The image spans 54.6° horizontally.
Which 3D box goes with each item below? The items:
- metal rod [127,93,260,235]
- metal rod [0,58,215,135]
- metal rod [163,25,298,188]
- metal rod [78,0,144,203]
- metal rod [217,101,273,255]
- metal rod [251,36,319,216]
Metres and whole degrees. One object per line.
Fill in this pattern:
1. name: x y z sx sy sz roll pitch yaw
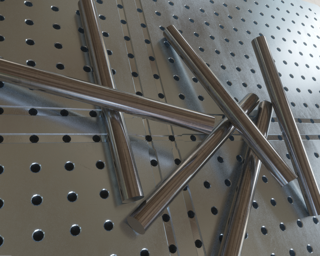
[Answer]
1. metal rod: 0.064 0.028 0.424 0.025 0.025 0.302 47 51 4
2. metal rod: -0.081 -0.040 0.361 0.302 0.025 0.025 14 56 -10
3. metal rod: 0.091 -0.045 0.457 0.025 0.025 0.299 -17 62 -34
4. metal rod: -0.069 -0.052 0.402 0.025 0.025 0.299 -3 63 -30
5. metal rod: 0.124 0.067 0.432 0.025 0.025 0.301 34 51 -6
6. metal rod: 0.202 -0.013 0.497 0.025 0.025 0.299 -3 71 -30
